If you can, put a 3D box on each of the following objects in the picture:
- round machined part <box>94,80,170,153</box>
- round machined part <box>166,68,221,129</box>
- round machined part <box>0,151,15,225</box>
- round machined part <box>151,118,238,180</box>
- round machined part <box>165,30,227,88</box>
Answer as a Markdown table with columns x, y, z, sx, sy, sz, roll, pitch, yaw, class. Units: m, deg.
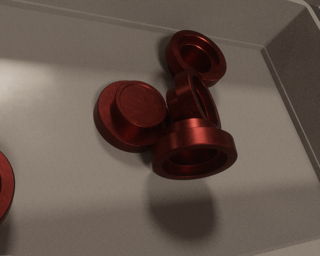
| x | y | z | sx | sy | sz | roll | pitch | yaw | class |
| --- | --- | --- | --- | --- | --- | --- | --- | --- | --- |
| -0.031 | -0.021 | 0.393 | 0.099 | 0.042 | 0.098 | 14 | 56 | -21 | round machined part |
| 0.043 | -0.028 | 0.418 | 0.098 | 0.042 | 0.098 | 48 | 29 | -38 | round machined part |
| -0.179 | 0.057 | 0.264 | 0.099 | 0.042 | 0.098 | 14 | 56 | -21 | round machined part |
| 0.038 | 0.024 | 0.367 | 0.099 | 0.097 | 0.042 | 9 | 56 | -24 | round machined part |
| 0.052 | -0.103 | 0.487 | 0.099 | 0.042 | 0.098 | 14 | 56 | -21 | round machined part |
